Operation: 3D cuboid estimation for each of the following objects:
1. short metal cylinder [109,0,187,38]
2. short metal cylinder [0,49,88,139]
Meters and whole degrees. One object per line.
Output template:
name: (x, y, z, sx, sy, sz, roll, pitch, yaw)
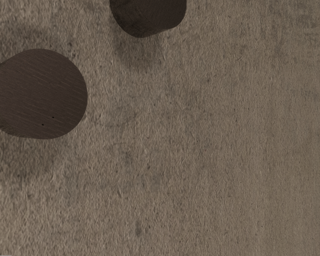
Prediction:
short metal cylinder: (-0.014, -0.156, 0.378, 0.081, 0.050, 0.079, 0, 90, -40)
short metal cylinder: (-0.117, -0.030, 0.292, 0.081, 0.050, 0.079, 0, 90, -40)
